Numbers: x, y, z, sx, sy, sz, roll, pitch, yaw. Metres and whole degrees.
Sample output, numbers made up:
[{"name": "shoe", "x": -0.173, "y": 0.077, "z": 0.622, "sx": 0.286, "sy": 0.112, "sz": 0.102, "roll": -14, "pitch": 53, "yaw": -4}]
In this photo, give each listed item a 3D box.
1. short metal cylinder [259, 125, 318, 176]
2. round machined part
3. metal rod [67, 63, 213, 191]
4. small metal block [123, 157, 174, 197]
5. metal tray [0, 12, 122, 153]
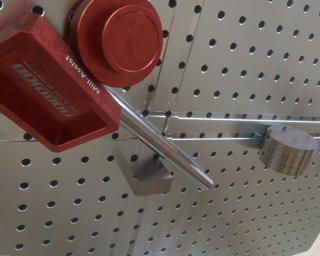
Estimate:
[{"name": "short metal cylinder", "x": 0.212, "y": 0.036, "z": 0.517, "sx": 0.081, "sy": 0.080, "sz": 0.050, "roll": -5, "pitch": 121, "yaw": -26}, {"name": "round machined part", "x": -0.036, "y": -0.088, "z": 0.313, "sx": 0.099, "sy": 0.042, "sz": 0.097, "roll": -15, "pitch": 116, "yaw": -32}, {"name": "metal rod", "x": -0.010, "y": 0.015, "z": 0.416, "sx": 0.025, "sy": 0.025, "sz": 0.300, "roll": -46, "pitch": 130, "yaw": 3}, {"name": "small metal block", "x": -0.017, "y": 0.066, "z": 0.428, "sx": 0.050, "sy": 0.050, "sz": 0.025, "roll": -1, "pitch": 119, "yaw": -28}, {"name": "metal tray", "x": -0.110, "y": -0.034, "z": 0.301, "sx": 0.090, "sy": 0.030, "sz": 0.130, "roll": -20, "pitch": 133, "yaw": 21}]
